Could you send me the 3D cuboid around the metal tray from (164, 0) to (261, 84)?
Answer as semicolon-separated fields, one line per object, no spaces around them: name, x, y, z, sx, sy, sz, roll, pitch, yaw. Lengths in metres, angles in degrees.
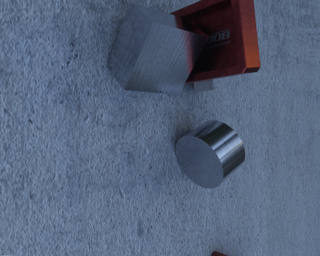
metal tray;0.052;-0.103;0.378;0.030;0.130;0.089;-13;97;-42

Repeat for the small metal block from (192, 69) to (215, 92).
small metal block;0.062;-0.078;0.439;0.050;0.025;0.050;-35;118;-76

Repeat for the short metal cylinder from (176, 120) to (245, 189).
short metal cylinder;0.068;0.036;0.426;0.050;0.080;0.080;-31;110;-36

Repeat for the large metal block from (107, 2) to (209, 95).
large metal block;-0.004;-0.088;0.359;0.081;0.050;0.079;0;129;-40

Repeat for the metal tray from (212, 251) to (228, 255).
metal tray;0.097;0.272;0.482;0.090;0.030;0.130;40;66;-33
